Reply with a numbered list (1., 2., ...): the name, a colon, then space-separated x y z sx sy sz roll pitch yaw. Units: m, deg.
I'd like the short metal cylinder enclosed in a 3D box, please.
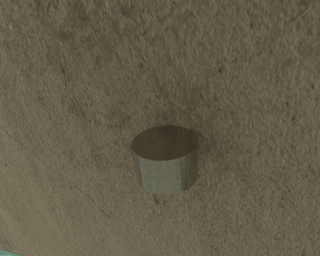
1. short metal cylinder: 0.007 0.038 0.390 0.080 0.080 0.050 9 122 23
